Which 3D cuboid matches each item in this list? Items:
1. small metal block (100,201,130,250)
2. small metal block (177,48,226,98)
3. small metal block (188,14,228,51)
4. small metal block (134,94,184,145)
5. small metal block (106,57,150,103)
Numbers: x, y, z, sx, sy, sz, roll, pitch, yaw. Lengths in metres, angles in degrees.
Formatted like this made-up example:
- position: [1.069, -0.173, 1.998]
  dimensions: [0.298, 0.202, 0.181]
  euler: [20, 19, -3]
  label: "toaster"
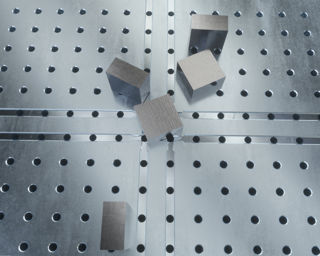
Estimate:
- position: [-0.050, 0.113, 0.357]
  dimensions: [0.025, 0.050, 0.050]
  euler: [0, 70, 0]
  label: "small metal block"
- position: [0.057, -0.078, 0.441]
  dimensions: [0.050, 0.025, 0.050]
  euler: [-24, 72, -9]
  label: "small metal block"
- position: [0.069, -0.137, 0.449]
  dimensions: [0.050, 0.050, 0.025]
  euler: [3, 70, 1]
  label: "small metal block"
- position: [-0.002, -0.012, 0.416]
  dimensions: [0.050, 0.025, 0.050]
  euler: [-20, 71, -7]
  label: "small metal block"
- position: [-0.042, -0.063, 0.421]
  dimensions: [0.050, 0.050, 0.025]
  euler: [27, 73, 9]
  label: "small metal block"
